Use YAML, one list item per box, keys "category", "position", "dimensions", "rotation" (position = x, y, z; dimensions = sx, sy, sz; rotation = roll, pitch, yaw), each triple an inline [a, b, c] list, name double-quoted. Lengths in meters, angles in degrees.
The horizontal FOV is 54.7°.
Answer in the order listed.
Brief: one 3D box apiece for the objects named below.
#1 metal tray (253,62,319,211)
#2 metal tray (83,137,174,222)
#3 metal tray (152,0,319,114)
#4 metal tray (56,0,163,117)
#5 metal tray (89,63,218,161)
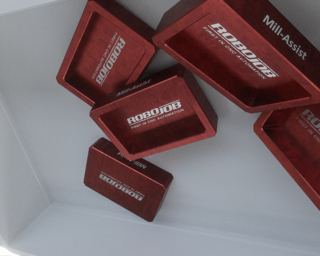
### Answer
- category: "metal tray"
  position: [0.152, 0.012, 0.282]
  dimensions: [0.130, 0.030, 0.089]
  rotation: [61, 141, 38]
- category: "metal tray"
  position: [-0.053, 0.081, 0.484]
  dimensions: [0.130, 0.030, 0.089]
  rotation: [27, 128, 11]
- category: "metal tray"
  position: [0.069, -0.062, 0.262]
  dimensions: [0.130, 0.030, 0.090]
  rotation: [32, 161, -23]
- category: "metal tray"
  position: [-0.066, -0.082, 0.382]
  dimensions: [0.090, 0.030, 0.129]
  rotation: [36, 129, -5]
- category: "metal tray"
  position: [-0.008, -0.014, 0.376]
  dimensions: [0.130, 0.030, 0.090]
  rotation: [-19, 123, 27]
